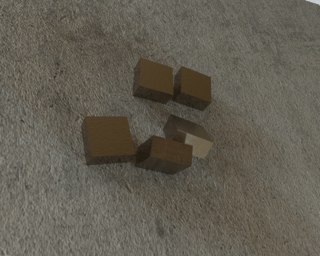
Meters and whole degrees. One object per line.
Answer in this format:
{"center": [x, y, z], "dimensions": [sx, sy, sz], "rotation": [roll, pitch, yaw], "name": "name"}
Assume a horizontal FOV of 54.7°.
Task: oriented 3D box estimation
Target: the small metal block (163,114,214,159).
{"center": [0.035, 0.010, 0.401], "dimensions": [0.050, 0.025, 0.050], "rotation": [20, 20, -17], "name": "small metal block"}

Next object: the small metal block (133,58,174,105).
{"center": [-0.010, -0.066, 0.439], "dimensions": [0.050, 0.025, 0.050], "rotation": [13, 56, -21], "name": "small metal block"}

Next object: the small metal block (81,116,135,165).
{"center": [-0.061, 0.014, 0.362], "dimensions": [0.050, 0.025, 0.050], "rotation": [-1, 62, -29], "name": "small metal block"}

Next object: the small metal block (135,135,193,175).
{"center": [0.004, 0.034, 0.367], "dimensions": [0.050, 0.050, 0.025], "rotation": [16, 64, -19], "name": "small metal block"}

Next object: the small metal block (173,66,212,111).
{"center": [0.049, -0.059, 0.466], "dimensions": [0.050, 0.025, 0.050], "rotation": [17, 55, -18], "name": "small metal block"}
